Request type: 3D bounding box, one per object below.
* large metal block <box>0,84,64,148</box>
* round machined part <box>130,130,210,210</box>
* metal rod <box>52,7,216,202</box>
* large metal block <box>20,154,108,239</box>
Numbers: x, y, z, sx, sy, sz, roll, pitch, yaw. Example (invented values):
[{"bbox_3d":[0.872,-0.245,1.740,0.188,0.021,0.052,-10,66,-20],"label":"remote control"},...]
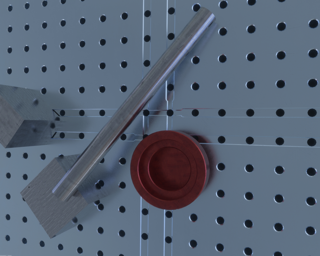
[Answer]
[{"bbox_3d":[-0.207,-0.018,0.456,0.080,0.080,0.050,42,103,15],"label":"large metal block"},{"bbox_3d":[0.015,0.052,0.398,0.098,0.042,0.097,0,90,20],"label":"round machined part"},{"bbox_3d":[-0.034,-0.029,0.396,0.025,0.025,0.300,40,92,15],"label":"metal rod"},{"bbox_3d":[-0.139,0.096,0.448,0.080,0.050,0.080,-43,77,15],"label":"large metal block"}]
